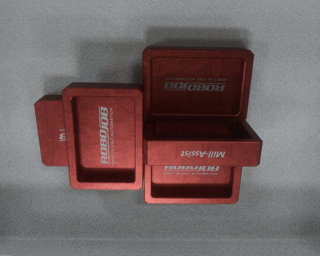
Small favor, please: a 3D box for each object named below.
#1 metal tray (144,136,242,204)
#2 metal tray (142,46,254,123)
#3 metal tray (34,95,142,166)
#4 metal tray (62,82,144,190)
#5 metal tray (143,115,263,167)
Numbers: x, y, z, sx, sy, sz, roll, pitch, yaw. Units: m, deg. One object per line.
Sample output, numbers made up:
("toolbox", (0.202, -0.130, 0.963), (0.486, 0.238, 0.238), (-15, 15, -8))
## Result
("metal tray", (0.044, 0.059, 0.429), (0.131, 0.030, 0.089), (1, 110, -1))
("metal tray", (0.044, -0.054, 0.388), (0.131, 0.030, 0.089), (1, 110, -1))
("metal tray", (-0.089, 0.004, 0.405), (0.131, 0.030, 0.089), (0, 110, -1))
("metal tray", (-0.065, 0.012, 0.377), (0.091, 0.030, 0.129), (1, 110, -1))
("metal tray", (0.047, 0.013, 0.379), (0.131, 0.090, 0.030), (1, 110, -1))
